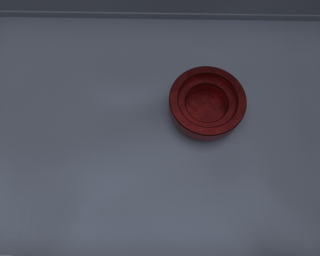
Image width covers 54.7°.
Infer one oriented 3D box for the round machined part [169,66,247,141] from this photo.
[{"bbox_3d":[0.061,-0.029,0.412,0.099,0.042,0.098,0,70,0],"label":"round machined part"}]
